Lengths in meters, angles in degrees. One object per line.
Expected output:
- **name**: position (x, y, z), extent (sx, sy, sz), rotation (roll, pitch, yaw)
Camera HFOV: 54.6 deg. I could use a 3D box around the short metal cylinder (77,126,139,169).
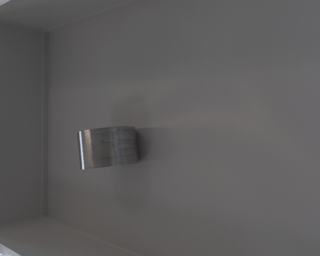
- **short metal cylinder**: position (-0.072, 0.028, 0.432), extent (0.080, 0.081, 0.050), rotation (-11, 83, 39)
